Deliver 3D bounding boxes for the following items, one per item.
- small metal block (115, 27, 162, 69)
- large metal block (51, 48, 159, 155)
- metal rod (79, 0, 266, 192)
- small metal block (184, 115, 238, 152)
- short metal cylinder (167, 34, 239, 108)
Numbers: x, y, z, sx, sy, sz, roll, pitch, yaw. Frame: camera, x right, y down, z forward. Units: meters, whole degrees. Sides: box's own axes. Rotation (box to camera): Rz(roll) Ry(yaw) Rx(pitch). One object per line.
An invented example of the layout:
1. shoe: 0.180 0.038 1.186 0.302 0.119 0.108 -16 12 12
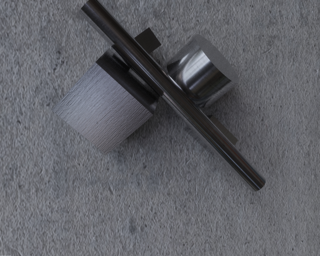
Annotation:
1. small metal block: -0.033 -0.094 0.386 0.050 0.050 0.025 -40 103 -16
2. large metal block: -0.060 -0.029 0.357 0.080 0.050 0.080 43 117 -16
3. metal rod: 0.025 -0.029 0.367 0.300 0.025 0.025 45 76 -15
4. small metal block: 0.069 0.009 0.420 0.050 0.050 0.025 43 77 -16
5. short metal cylinder: 0.055 -0.072 0.396 0.080 0.080 0.050 41 118 -16
